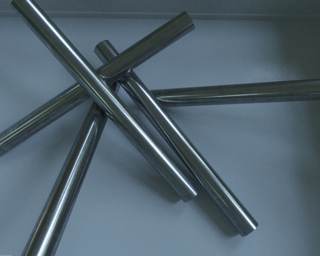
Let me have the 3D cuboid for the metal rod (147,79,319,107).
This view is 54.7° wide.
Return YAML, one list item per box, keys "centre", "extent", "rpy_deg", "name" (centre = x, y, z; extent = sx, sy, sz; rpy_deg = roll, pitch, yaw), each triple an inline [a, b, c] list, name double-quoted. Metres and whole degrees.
- centre: [0.129, -0.043, 0.375]
  extent: [0.301, 0.025, 0.025]
  rpy_deg: [-1, 69, 20]
  name: "metal rod"

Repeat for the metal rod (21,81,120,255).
- centre: [-0.085, 0.030, 0.332]
  extent: [0.025, 0.025, 0.300]
  rpy_deg: [8, 45, 3]
  name: "metal rod"

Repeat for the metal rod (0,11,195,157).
- centre: [-0.091, -0.051, 0.387]
  extent: [0.301, 0.025, 0.025]
  rpy_deg: [-32, 73, 4]
  name: "metal rod"

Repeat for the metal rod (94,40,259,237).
- centre: [0.014, 0.005, 0.392]
  extent: [0.025, 0.025, 0.300]
  rpy_deg: [-37, 80, -12]
  name: "metal rod"

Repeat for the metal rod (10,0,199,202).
- centre: [-0.059, -0.030, 0.364]
  extent: [0.025, 0.025, 0.300]
  rpy_deg: [-43, 97, -14]
  name: "metal rod"
